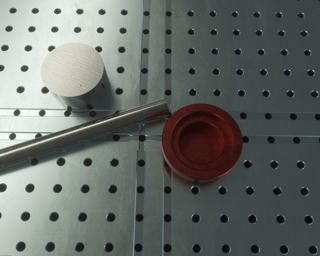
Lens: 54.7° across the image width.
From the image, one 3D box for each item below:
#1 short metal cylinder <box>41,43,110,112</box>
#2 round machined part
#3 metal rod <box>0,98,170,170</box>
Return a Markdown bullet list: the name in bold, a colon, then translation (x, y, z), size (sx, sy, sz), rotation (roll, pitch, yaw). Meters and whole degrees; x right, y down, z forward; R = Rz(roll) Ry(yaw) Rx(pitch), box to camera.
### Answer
- **short metal cylinder**: translation (-0.113, -0.068, 0.422), size (0.081, 0.050, 0.080), rotation (0, 70, 0)
- **round machined part**: translation (0.051, 0.021, 0.396), size (0.099, 0.042, 0.098), rotation (0, 70, -1)
- **metal rod**: translation (-0.134, 0.018, 0.403), size (0.302, 0.025, 0.025), rotation (-18, 71, -7)
